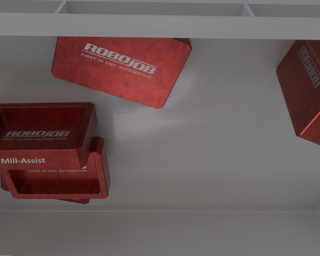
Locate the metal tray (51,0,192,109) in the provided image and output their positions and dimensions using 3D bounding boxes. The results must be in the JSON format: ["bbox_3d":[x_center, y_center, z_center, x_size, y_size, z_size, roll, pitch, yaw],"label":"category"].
[{"bbox_3d":[-0.042,-0.080,0.337,0.131,0.030,0.089,17,128,-14],"label":"metal tray"}]

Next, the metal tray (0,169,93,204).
[{"bbox_3d":[-0.162,0.065,0.459,0.131,0.030,0.089,13,129,-11],"label":"metal tray"}]

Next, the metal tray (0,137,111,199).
[{"bbox_3d":[-0.136,0.054,0.410,0.131,0.030,0.089,0,129,-1],"label":"metal tray"}]

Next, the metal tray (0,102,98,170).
[{"bbox_3d":[-0.148,0.007,0.370,0.131,0.090,0.030,-1,129,0],"label":"metal tray"}]

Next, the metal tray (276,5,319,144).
[{"bbox_3d":[0.156,-0.056,0.291,0.030,0.130,0.089,21,128,-5],"label":"metal tray"}]
